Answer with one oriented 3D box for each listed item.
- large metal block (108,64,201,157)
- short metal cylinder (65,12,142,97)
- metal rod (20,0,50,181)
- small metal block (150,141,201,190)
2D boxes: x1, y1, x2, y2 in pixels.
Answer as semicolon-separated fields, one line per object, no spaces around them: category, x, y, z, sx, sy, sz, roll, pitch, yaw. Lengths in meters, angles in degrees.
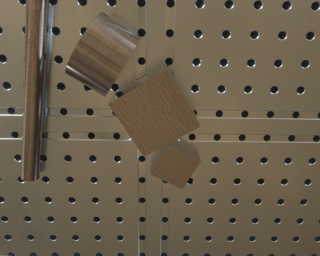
large metal block;-0.006;-0.024;0.391;0.080;0.050;0.080;-29;108;10
short metal cylinder;-0.064;-0.082;0.353;0.050;0.080;0.080;31;107;-11
metal rod;-0.156;-0.069;0.385;0.025;0.025;0.298;10;110;-4
small metal block;0.021;0.050;0.432;0.050;0.025;0.050;28;108;-10
